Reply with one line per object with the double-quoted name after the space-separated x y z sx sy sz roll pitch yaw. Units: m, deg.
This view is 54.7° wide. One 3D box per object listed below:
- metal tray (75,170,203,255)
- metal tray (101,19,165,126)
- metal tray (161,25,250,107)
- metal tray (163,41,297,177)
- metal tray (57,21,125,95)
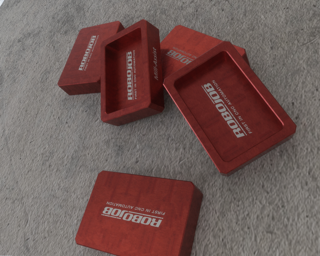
-0.025 0.101 0.352 0.130 0.030 0.090 2 63 29 "metal tray"
-0.042 -0.076 0.436 0.090 0.030 0.129 -16 69 34 "metal tray"
0.045 -0.086 0.430 0.090 0.030 0.130 -49 52 -7 "metal tray"
0.074 -0.023 0.348 0.090 0.030 0.130 -32 70 4 "metal tray"
-0.114 -0.121 0.535 0.090 0.030 0.130 -1 61 27 "metal tray"
